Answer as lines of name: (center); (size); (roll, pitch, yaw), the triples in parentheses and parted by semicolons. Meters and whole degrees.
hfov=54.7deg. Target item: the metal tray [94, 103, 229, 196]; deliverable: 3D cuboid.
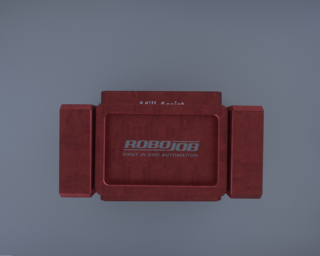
metal tray: (0.001, 0.021, 0.317); (0.131, 0.030, 0.089); (1, 90, 0)

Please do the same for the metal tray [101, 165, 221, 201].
metal tray: (0.001, 0.064, 0.376); (0.131, 0.090, 0.030); (0, 90, 0)

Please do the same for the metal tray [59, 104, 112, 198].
metal tray: (-0.080, 0.021, 0.357); (0.030, 0.130, 0.089); (1, 91, 0)

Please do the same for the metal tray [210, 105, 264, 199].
metal tray: (0.083, 0.022, 0.357); (0.030, 0.130, 0.089); (1, 91, 0)

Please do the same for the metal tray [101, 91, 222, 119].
metal tray: (0.002, -0.025, 0.376); (0.131, 0.090, 0.030); (0, 91, 0)
